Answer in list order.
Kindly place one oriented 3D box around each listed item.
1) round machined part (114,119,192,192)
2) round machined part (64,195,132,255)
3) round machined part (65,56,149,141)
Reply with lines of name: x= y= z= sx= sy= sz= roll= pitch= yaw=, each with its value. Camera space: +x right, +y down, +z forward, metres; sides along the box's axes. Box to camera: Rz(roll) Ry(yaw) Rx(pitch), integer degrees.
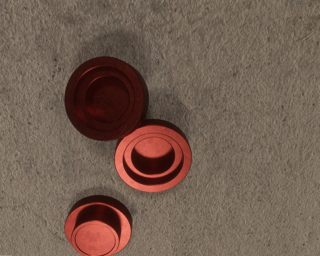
round machined part: x=-0.010 y=0.032 z=0.410 sx=0.099 sy=0.042 sz=0.097 roll=-2 pitch=113 yaw=-3
round machined part: x=-0.092 y=0.152 z=0.455 sx=0.099 sy=0.042 sz=0.097 roll=0 pitch=110 yaw=-1
round machined part: x=-0.061 y=-0.034 z=0.375 sx=0.098 sy=0.042 sz=0.097 roll=0 pitch=91 yaw=13
